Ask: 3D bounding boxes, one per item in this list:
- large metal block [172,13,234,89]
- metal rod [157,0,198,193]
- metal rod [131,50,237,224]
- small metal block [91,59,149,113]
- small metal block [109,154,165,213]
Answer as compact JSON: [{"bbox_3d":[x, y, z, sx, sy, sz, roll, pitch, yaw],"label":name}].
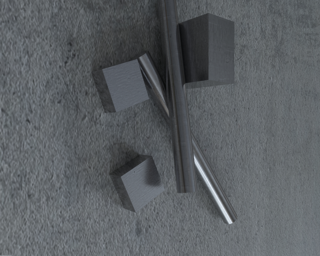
[{"bbox_3d":[0.051,-0.097,0.414,0.050,0.080,0.079,0,90,-40],"label":"large metal block"},{"bbox_3d":[0.018,-0.070,0.393,0.025,0.025,0.298,0,81,-40],"label":"metal rod"},{"bbox_3d":[0.044,0.028,0.443,0.025,0.025,0.299,-45,117,-31],"label":"metal rod"},{"bbox_3d":[-0.046,-0.050,0.368,0.050,0.025,0.050,-27,107,-37],"label":"small metal block"},{"bbox_3d":[-0.027,0.067,0.384,0.050,0.025,0.050,-32,110,-36],"label":"small metal block"}]
